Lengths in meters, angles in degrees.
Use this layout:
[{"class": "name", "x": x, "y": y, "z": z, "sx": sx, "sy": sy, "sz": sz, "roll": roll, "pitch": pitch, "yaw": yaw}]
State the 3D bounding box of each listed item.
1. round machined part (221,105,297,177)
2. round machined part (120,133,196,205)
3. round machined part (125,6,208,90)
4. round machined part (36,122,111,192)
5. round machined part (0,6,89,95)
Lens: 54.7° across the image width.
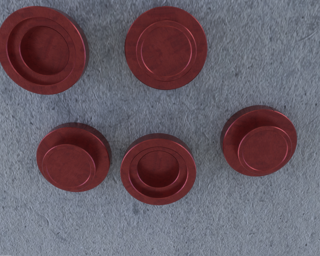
[{"class": "round machined part", "x": 0.133, "y": 0.022, "z": 0.410, "sx": 0.099, "sy": 0.042, "sz": 0.097, "roll": 0, "pitch": 110, "yaw": 0}, {"class": "round machined part", "x": -0.002, "y": 0.052, "z": 0.420, "sx": 0.099, "sy": 0.042, "sz": 0.097, "roll": 0, "pitch": 110, "yaw": 0}, {"class": "round machined part", "x": 0.007, "y": -0.092, "z": 0.367, "sx": 0.099, "sy": 0.042, "sz": 0.097, "roll": 0, "pitch": 110, "yaw": 0}, {"class": "round machined part", "x": -0.117, "y": 0.045, "z": 0.416, "sx": 0.099, "sy": 0.042, "sz": 0.097, "roll": 0, "pitch": 110, "yaw": 0}, {"class": "round machined part", "x": -0.133, "y": -0.092, "z": 0.366, "sx": 0.099, "sy": 0.042, "sz": 0.097, "roll": 0, "pitch": 110, "yaw": 0}]
